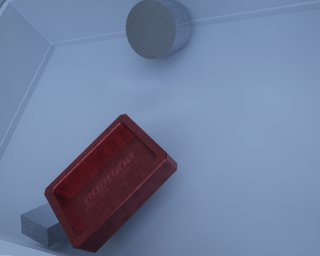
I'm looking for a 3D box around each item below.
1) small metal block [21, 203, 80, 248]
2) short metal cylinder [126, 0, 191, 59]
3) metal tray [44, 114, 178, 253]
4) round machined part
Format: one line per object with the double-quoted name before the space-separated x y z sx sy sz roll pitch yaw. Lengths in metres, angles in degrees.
"small metal block" -0.134 0.117 0.384 0.050 0.050 0.025 11 106 32
"short metal cylinder" -0.002 -0.144 0.450 0.080 0.079 0.050 3 21 29
"metal tray" -0.056 0.057 0.341 0.130 0.030 0.090 -45 52 -4
"round machined part" -0.052 0.065 0.380 0.098 0.042 0.098 -13 56 20
